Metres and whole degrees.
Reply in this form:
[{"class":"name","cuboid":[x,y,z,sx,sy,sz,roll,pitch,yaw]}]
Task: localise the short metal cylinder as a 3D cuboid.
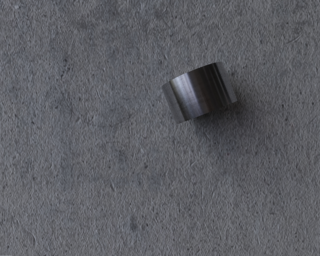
[{"class":"short metal cylinder","cuboid":[0.048,-0.042,0.383,0.080,0.080,0.050,-22,90,0]}]
